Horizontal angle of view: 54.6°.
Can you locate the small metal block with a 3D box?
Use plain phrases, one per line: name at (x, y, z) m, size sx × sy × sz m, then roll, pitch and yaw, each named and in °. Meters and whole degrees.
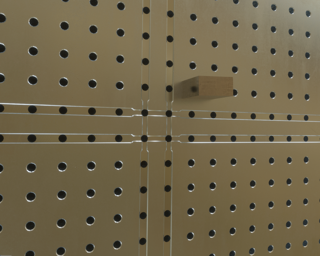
small metal block at (0.064, -0.054, 0.423) m, size 0.050 × 0.050 × 0.025 m, roll -1°, pitch 91°, yaw -20°
